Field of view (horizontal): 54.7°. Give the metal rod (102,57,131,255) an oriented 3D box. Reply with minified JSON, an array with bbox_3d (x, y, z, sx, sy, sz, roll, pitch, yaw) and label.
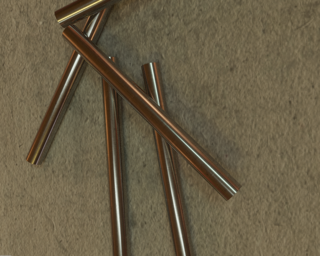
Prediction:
[{"bbox_3d":[-0.061,0.052,0.429,0.025,0.025,0.298,-4,89,19],"label":"metal rod"}]

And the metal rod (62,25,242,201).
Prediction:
[{"bbox_3d":[-0.019,-0.028,0.387,0.300,0.025,0.025,45,104,14],"label":"metal rod"}]

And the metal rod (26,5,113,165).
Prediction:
[{"bbox_3d":[-0.127,-0.081,0.452,0.025,0.025,0.298,30,99,17],"label":"metal rod"}]

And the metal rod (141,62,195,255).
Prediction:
[{"bbox_3d":[0.014,0.063,0.403,0.025,0.025,0.298,-11,86,19],"label":"metal rod"}]

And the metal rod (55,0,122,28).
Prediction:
[{"bbox_3d":[0.002,-0.200,0.391,0.301,0.025,0.025,-21,83,12],"label":"metal rod"}]
